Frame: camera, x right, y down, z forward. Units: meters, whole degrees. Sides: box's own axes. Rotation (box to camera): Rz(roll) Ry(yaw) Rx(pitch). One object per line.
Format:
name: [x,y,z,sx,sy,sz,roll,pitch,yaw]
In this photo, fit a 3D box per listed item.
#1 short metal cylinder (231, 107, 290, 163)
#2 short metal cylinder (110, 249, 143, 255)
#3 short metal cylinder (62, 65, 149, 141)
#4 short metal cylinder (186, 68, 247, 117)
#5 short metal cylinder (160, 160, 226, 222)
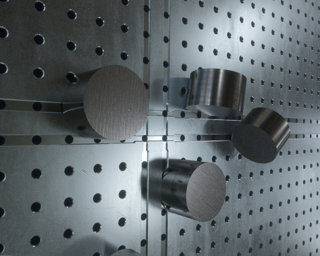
short metal cylinder: [0.167,0.012,0.517,0.050,0.080,0.080,-42,116,-32]
short metal cylinder: [-0.033,0.185,0.348,0.050,0.080,0.080,45,63,-31]
short metal cylinder: [-0.060,-0.027,0.344,0.081,0.050,0.079,0,91,-40]
short metal cylinder: [0.080,-0.048,0.443,0.081,0.080,0.050,13,82,-40]
short metal cylinder: [0.048,0.086,0.435,0.081,0.050,0.079,0,90,-40]
